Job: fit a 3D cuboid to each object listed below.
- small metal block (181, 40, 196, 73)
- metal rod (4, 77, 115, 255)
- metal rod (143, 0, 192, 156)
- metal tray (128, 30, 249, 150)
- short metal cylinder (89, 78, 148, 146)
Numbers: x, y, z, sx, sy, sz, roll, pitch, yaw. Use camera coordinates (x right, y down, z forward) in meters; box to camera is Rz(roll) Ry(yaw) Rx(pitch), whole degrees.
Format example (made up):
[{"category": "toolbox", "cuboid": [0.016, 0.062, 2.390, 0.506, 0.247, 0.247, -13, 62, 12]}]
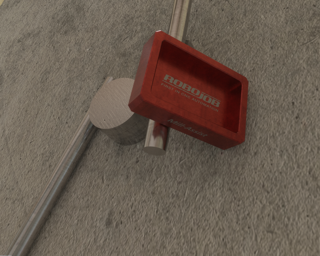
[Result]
[{"category": "small metal block", "cuboid": [0.028, -0.086, 0.426, 0.025, 0.050, 0.050, 21, 73, 36]}, {"category": "metal rod", "cuboid": [-0.134, 0.055, 0.440, 0.025, 0.025, 0.300, 13, 68, 33]}, {"category": "metal rod", "cuboid": [0.019, -0.108, 0.395, 0.025, 0.025, 0.299, -3, 61, 26]}, {"category": "metal tray", "cuboid": [0.038, -0.039, 0.345, 0.030, 0.131, 0.090, -33, 40, 55]}, {"category": "short metal cylinder", "cuboid": [-0.050, -0.022, 0.428, 0.080, 0.050, 0.080, -13, 56, 21]}]
